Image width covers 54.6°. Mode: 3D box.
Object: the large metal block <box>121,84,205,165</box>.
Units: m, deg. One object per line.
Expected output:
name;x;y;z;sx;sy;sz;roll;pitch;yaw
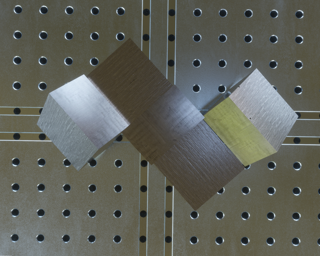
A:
large metal block;0.003;-0.004;0.385;0.080;0.080;0.050;-42;91;0

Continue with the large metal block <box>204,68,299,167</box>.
large metal block;0.112;-0.014;0.380;0.080;0.050;0.080;49;50;-1

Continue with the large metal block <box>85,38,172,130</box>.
large metal block;-0.039;-0.054;0.400;0.080;0.050;0.080;-42;91;1

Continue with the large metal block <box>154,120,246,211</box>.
large metal block;0.047;0.045;0.401;0.080;0.050;0.080;-41;89;0

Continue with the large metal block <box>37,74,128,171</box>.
large metal block;-0.096;-0.004;0.378;0.080;0.080;0.050;49;51;0
